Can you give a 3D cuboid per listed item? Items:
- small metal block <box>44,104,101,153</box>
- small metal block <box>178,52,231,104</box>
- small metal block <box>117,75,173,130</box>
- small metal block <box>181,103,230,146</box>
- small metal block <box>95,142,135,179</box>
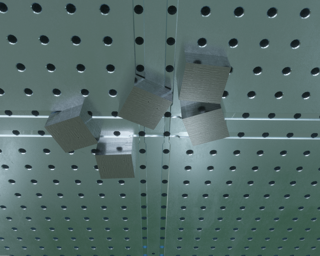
[{"bbox_3d":[-0.114,0.001,0.411,0.050,0.025,0.050,-16,129,13],"label":"small metal block"},{"bbox_3d":[0.050,-0.058,0.363,0.050,0.025,0.050,5,130,-5],"label":"small metal block"},{"bbox_3d":[-0.019,-0.031,0.385,0.050,0.025,0.050,21,127,-18],"label":"small metal block"},{"bbox_3d":[0.060,-0.008,0.406,0.050,0.025,0.050,-16,129,12],"label":"small metal block"},{"bbox_3d":[-0.064,0.048,0.451,0.050,0.025,0.050,-2,130,1],"label":"small metal block"}]
